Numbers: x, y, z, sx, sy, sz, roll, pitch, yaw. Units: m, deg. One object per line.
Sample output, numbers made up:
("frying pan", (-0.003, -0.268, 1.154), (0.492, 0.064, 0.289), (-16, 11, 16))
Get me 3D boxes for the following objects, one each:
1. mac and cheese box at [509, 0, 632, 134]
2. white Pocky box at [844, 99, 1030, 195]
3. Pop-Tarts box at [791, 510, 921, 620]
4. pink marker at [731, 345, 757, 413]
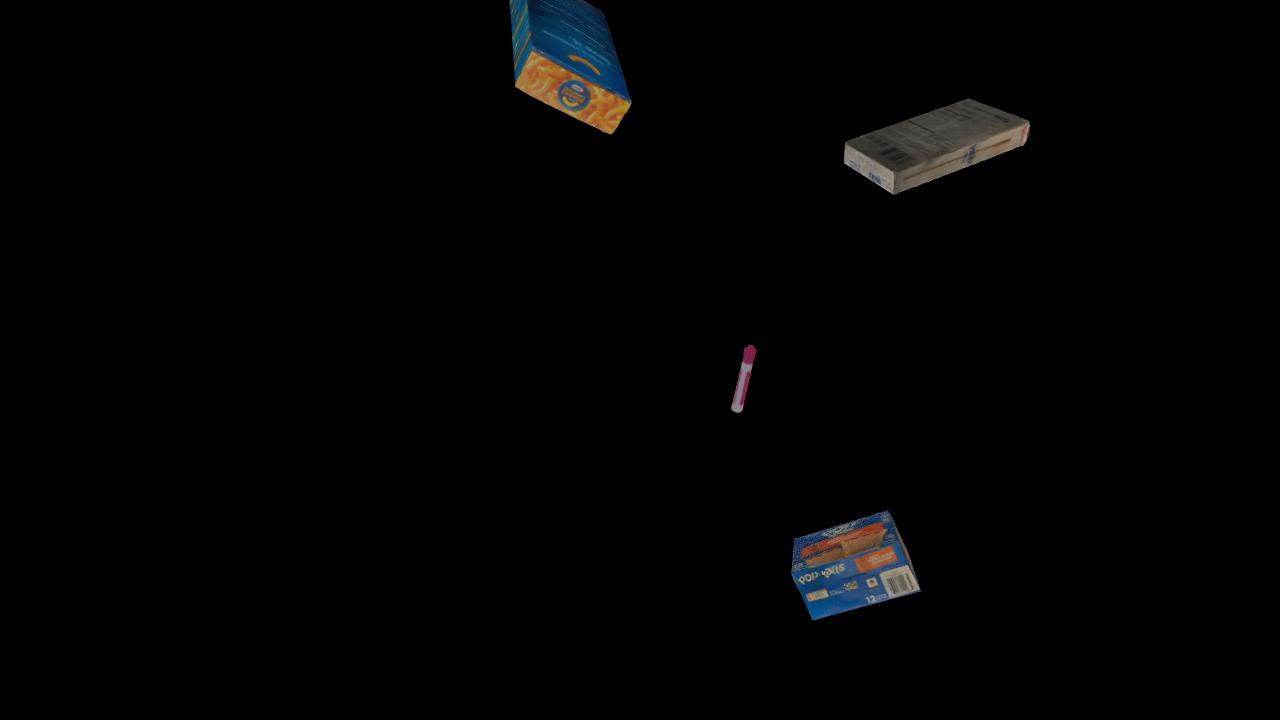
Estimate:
("mac and cheese box", (-0.067, -0.281, 0.550), (0.093, 0.184, 0.041), (18, -48, -30))
("white Pocky box", (0.295, -0.218, 0.618), (0.154, 0.028, 0.084), (-21, 43, -8))
("Pop-Tarts box", (0.335, 0.321, 0.973), (0.167, 0.083, 0.141), (-23, -1, 17))
("pink marker", (0.164, 0.030, 0.969), (0.020, 0.121, 0.020), (5, 32, -3))
